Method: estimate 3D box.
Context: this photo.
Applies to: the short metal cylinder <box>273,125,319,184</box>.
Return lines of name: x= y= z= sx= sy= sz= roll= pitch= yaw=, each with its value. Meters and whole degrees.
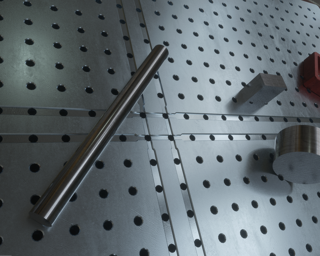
short metal cylinder: x=0.213 y=0.041 z=0.462 sx=0.080 sy=0.080 sz=0.050 roll=29 pitch=52 yaw=-10

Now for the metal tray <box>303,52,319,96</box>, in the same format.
metal tray: x=0.368 y=-0.096 z=0.660 sx=0.131 sy=0.030 sz=0.090 roll=29 pitch=52 yaw=-10

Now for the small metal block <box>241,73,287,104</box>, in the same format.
small metal block: x=0.176 y=-0.066 z=0.527 sx=0.050 sy=0.050 sz=0.025 roll=1 pitch=61 yaw=-28

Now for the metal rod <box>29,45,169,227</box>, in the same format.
metal rod: x=-0.056 y=-0.016 z=0.387 sx=0.025 sy=0.025 sz=0.301 roll=34 pitch=51 yaw=-6
